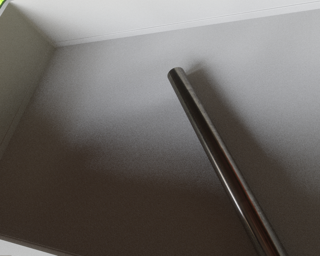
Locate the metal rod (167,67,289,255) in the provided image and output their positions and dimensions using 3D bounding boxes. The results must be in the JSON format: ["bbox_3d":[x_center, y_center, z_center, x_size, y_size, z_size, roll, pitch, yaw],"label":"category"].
[{"bbox_3d":[0.068,0.033,0.348,0.025,0.025,0.299,-30,52,9],"label":"metal rod"}]
